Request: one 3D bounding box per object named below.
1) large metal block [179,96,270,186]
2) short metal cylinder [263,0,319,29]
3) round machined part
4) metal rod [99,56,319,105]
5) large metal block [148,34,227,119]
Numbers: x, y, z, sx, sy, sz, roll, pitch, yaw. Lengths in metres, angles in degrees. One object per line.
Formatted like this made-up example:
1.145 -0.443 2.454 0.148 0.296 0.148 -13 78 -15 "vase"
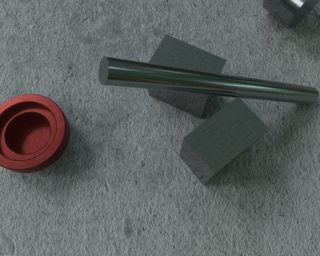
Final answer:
0.072 0.019 0.373 0.080 0.080 0.050 -36 75 -12 "large metal block"
0.199 -0.194 0.453 0.080 0.080 0.050 -39 75 -13 "short metal cylinder"
-0.164 0.010 0.394 0.099 0.042 0.098 0 70 -1 "round machined part"
0.079 -0.048 0.351 0.303 0.025 0.025 1 67 -31 "metal rod"
0.032 -0.064 0.403 0.080 0.080 0.050 26 72 9 "large metal block"
